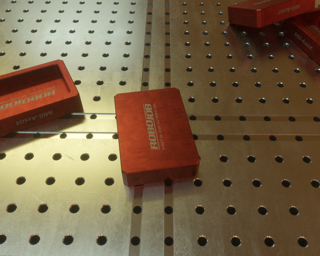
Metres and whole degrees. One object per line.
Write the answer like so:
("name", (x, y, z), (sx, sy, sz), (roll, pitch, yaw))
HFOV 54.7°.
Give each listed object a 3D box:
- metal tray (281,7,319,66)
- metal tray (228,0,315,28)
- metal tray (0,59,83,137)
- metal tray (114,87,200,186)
("metal tray", (0.289, -0.162, 0.544), (0.091, 0.030, 0.130), (-15, 52, -13))
("metal tray", (0.204, -0.221, 0.570), (0.131, 0.030, 0.090), (-22, 31, -17))
("metal tray", (-0.188, -0.044, 0.438), (0.131, 0.030, 0.090), (-21, 53, -17))
("metal tray", (-0.008, 0.006, 0.399), (0.091, 0.030, 0.130), (-7, 50, -6))
